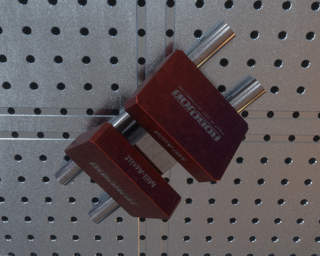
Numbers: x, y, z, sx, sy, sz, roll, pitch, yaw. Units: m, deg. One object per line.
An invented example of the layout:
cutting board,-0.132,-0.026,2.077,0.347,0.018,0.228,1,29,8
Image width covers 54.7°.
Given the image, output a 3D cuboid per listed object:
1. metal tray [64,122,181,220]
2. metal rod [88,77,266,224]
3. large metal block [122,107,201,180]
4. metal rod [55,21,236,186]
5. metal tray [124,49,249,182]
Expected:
metal tray,-0.046,0.057,0.376,0.130,0.030,0.090,48,146,-16
metal rod,0.015,0.038,0.428,0.300,0.025,0.025,-40,106,13
large metal block,0.001,0.011,0.388,0.080,0.080,0.050,-40,106,13
metal rod,-0.028,-0.024,0.404,0.300,0.025,0.025,-41,106,13
metal tray,0.035,-0.012,0.351,0.130,0.030,0.090,45,60,-15
